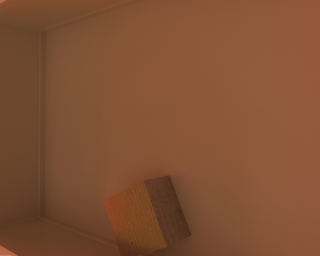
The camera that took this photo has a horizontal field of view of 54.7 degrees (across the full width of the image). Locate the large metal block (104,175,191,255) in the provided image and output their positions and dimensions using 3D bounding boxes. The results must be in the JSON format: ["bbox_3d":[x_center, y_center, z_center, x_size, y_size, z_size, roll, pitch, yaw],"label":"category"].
[{"bbox_3d":[-0.018,0.116,0.403,0.080,0.050,0.080,-32,70,35],"label":"large metal block"}]
